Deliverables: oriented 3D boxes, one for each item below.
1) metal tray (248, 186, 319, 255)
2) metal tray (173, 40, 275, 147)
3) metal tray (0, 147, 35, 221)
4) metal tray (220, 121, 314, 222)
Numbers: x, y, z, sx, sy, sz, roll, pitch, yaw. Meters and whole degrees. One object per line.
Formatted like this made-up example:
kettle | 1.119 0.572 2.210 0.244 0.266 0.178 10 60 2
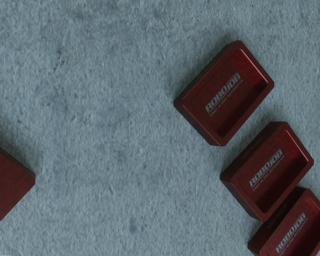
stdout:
metal tray | 0.209 0.167 0.485 0.130 0.030 0.090 -46 105 -14
metal tray | 0.093 -0.049 0.442 0.090 0.030 0.130 46 75 -15
metal tray | -0.213 0.048 0.328 0.130 0.030 0.090 44 76 -15
metal tray | 0.164 0.063 0.468 0.130 0.030 0.090 -43 104 -15
